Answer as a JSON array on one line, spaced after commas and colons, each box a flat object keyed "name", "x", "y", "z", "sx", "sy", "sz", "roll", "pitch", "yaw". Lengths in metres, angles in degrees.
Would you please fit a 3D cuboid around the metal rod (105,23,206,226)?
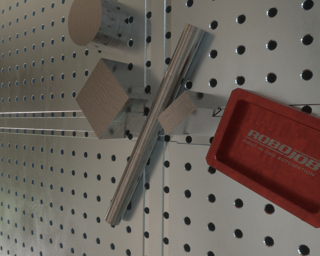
[{"name": "metal rod", "x": -0.014, "y": 0.008, "z": 0.418, "sx": 0.025, "sy": 0.025, "sz": 0.298, "roll": 36, "pitch": 112, "yaw": 33}]

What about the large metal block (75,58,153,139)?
[{"name": "large metal block", "x": -0.067, "y": -0.041, "z": 0.446, "sx": 0.080, "sy": 0.050, "sz": 0.080, "roll": -50, "pitch": 61, "yaw": 28}]

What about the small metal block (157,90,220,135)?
[{"name": "small metal block", "x": 0.034, "y": -0.017, "z": 0.364, "sx": 0.050, "sy": 0.050, "sz": 0.025, "roll": -44, "pitch": 64, "yaw": 31}]

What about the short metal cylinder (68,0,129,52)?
[{"name": "short metal cylinder", "x": -0.094, "y": -0.159, "z": 0.468, "sx": 0.080, "sy": 0.050, "sz": 0.079, "roll": 0, "pitch": 90, "yaw": 39}]

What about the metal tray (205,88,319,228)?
[{"name": "metal tray", "x": 0.118, "y": 0.023, "z": 0.307, "sx": 0.130, "sy": 0.030, "sz": 0.089, "roll": 30, "pitch": 108, "yaw": 35}]
